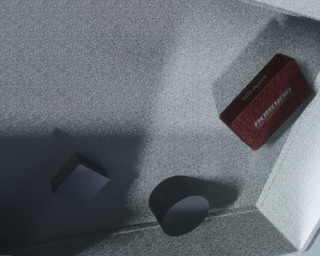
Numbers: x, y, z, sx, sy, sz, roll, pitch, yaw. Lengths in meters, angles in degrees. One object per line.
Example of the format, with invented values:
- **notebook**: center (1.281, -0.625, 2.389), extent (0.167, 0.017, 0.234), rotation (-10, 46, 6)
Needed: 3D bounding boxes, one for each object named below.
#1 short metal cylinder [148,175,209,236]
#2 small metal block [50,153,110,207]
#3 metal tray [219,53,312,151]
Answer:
- **short metal cylinder**: center (0.029, 0.122, 0.486), extent (0.081, 0.050, 0.079), rotation (-14, 125, -21)
- **small metal block**: center (-0.102, 0.067, 0.395), extent (0.050, 0.025, 0.050), rotation (-48, 130, 5)
- **metal tray**: center (0.164, -0.037, 0.475), extent (0.130, 0.030, 0.090), rotation (-48, 129, 5)
